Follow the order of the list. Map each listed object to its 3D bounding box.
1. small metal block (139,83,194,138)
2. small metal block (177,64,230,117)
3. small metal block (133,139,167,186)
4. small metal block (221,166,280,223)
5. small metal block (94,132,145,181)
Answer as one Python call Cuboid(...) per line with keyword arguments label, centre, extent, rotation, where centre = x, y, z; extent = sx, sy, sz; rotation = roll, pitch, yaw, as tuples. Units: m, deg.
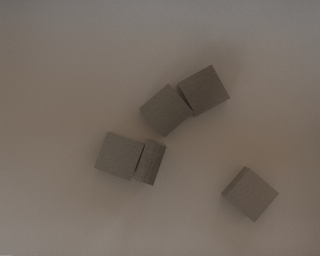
Cuboid(label="small metal block", centre=(0.008, -0.023, 0.412), extent=(0.050, 0.025, 0.050), rotation=(-41, 91, 0))
Cuboid(label="small metal block", centre=(0.057, -0.048, 0.412), extent=(0.050, 0.025, 0.050), rotation=(-29, 90, -1))
Cuboid(label="small metal block", centre=(-0.012, 0.042, 0.399), extent=(0.025, 0.050, 0.050), rotation=(19, 90, 0))
Cuboid(label="small metal block", centre=(0.119, 0.087, 0.413), extent=(0.050, 0.025, 0.050), rotation=(41, 90, -1))
Cuboid(label="small metal block", centre=(-0.053, 0.037, 0.411), extent=(0.050, 0.025, 0.050), rotation=(21, 90, -1))
